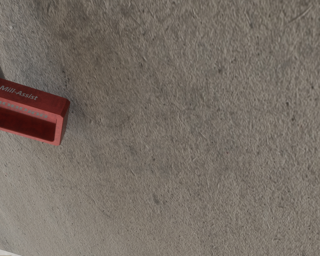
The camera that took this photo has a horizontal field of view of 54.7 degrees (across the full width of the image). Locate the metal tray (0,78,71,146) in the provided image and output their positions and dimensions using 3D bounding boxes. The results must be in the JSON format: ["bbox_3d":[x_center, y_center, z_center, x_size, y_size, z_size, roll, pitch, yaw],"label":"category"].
[{"bbox_3d":[-0.202,-0.024,0.448,0.131,0.030,0.089,17,144,-11],"label":"metal tray"}]

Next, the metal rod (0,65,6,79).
[{"bbox_3d":[-0.229,-0.092,0.409,0.025,0.025,0.298,27,146,11],"label":"metal rod"}]
